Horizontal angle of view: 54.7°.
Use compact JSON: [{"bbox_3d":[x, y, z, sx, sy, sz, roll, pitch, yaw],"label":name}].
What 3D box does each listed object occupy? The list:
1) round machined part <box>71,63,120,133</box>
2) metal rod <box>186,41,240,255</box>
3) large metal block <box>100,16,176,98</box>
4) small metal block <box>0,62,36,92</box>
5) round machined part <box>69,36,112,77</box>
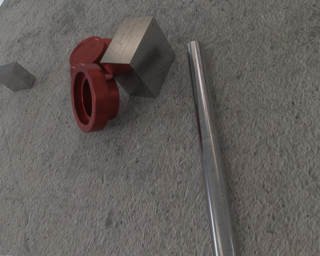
[{"bbox_3d":[-0.092,-0.043,0.446,0.098,0.042,0.097,17,111,55],"label":"round machined part"},{"bbox_3d":[0.058,0.009,0.368,0.025,0.025,0.299,-16,55,19],"label":"metal rod"},{"bbox_3d":[-0.028,-0.100,0.444,0.050,0.080,0.080,10,67,32],"label":"large metal block"},{"bbox_3d":[-0.278,-0.097,0.594,0.050,0.050,0.025,-6,59,25],"label":"small metal block"},{"bbox_3d":[-0.112,-0.115,0.523,0.098,0.042,0.098,-13,56,21],"label":"round machined part"}]
